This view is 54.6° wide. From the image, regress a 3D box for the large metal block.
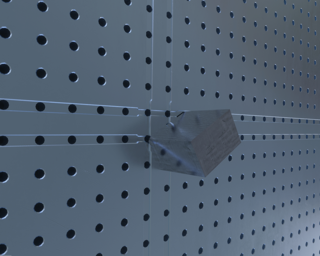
[{"bbox_3d":[0.045,0.017,0.410,0.080,0.080,0.050,-36,112,-34],"label":"large metal block"}]
